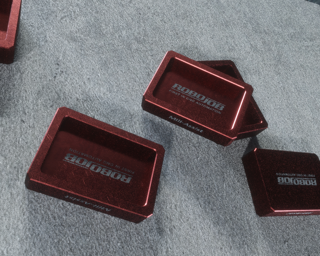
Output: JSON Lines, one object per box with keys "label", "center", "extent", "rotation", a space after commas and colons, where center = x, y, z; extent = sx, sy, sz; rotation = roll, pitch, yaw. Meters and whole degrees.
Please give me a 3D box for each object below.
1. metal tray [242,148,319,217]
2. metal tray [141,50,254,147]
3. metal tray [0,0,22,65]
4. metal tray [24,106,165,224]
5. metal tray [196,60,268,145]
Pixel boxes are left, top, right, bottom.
{"label": "metal tray", "center": [0.190, 0.080, 0.453], "extent": [0.131, 0.030, 0.090], "rotation": [6, 59, -25]}
{"label": "metal tray", "center": [0.052, -0.042, 0.423], "extent": [0.131, 0.030, 0.090], "rotation": [24, 64, 2]}
{"label": "metal tray", "center": [-0.233, -0.127, 0.352], "extent": [0.131, 0.030, 0.090], "rotation": [7, 59, -25]}
{"label": "metal tray", "center": [-0.065, 0.041, 0.340], "extent": [0.131, 0.030, 0.090], "rotation": [23, 53, -15]}
{"label": "metal tray", "center": [0.100, -0.044, 0.481], "extent": [0.091, 0.030, 0.130], "rotation": [-10, 67, -32]}
